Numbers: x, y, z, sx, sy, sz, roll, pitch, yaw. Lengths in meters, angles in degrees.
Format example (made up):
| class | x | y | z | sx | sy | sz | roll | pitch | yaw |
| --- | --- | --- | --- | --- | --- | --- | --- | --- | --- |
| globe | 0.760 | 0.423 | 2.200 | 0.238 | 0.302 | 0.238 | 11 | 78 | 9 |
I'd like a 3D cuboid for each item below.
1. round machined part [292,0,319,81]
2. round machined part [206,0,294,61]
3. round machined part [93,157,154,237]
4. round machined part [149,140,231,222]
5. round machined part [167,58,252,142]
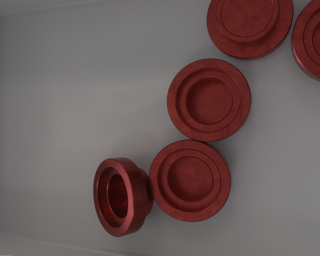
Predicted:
| class | x | y | z | sx | sy | sz | roll | pitch | yaw |
| --- | --- | --- | --- | --- | --- | --- | --- | --- | --- |
| round machined part | 0.194 | -0.095 | 0.333 | 0.098 | 0.042 | 0.097 | 0 | 90 | 20 |
| round machined part | 0.103 | -0.131 | 0.362 | 0.098 | 0.042 | 0.097 | 2 | 95 | 20 |
| round machined part | -0.045 | 0.087 | 0.403 | 0.098 | 0.042 | 0.097 | 1 | 91 | 50 |
| round machined part | 0.039 | 0.062 | 0.385 | 0.098 | 0.042 | 0.097 | 0 | 91 | 16 |
| round machined part | 0.062 | -0.032 | 0.379 | 0.098 | 0.042 | 0.097 | -1 | 88 | 19 |
